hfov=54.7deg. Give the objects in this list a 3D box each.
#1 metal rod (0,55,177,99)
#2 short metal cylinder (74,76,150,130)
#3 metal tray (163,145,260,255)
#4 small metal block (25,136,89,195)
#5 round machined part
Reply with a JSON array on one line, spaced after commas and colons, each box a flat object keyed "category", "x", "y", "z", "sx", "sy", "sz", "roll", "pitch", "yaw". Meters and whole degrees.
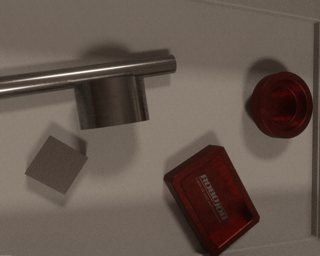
[{"category": "metal rod", "x": -0.122, "y": -0.057, "z": 0.365, "sx": 0.303, "sy": 0.025, "sz": 0.025, "roll": -12, "pitch": 94, "yaw": -20}, {"category": "short metal cylinder", "x": -0.056, "y": -0.029, "z": 0.361, "sx": 0.081, "sy": 0.080, "sz": 0.050, "roll": -9, "pitch": 94, "yaw": -20}, {"category": "metal tray", "x": 0.075, "y": 0.100, "z": 0.437, "sx": 0.091, "sy": 0.030, "sz": 0.130, "roll": -32, "pitch": 101, "yaw": -18}, {"category": "small metal block", "x": -0.122, "y": 0.043, "z": 0.366, "sx": 0.050, "sy": 0.025, "sz": 0.050, "roll": 34, "pitch": 79, "yaw": -17}, {"category": "round machined part", "x": 0.178, "y": -0.034, "z": 0.469, "sx": 0.099, "sy": 0.042, "sz": 0.097, "roll": 0, "pitch": 90, "yaw": -21}]
